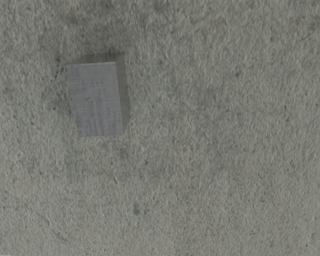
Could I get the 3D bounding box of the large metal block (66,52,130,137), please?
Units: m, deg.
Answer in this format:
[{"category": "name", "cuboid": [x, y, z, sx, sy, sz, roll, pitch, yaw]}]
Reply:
[{"category": "large metal block", "cuboid": [-0.067, -0.042, 0.364, 0.050, 0.080, 0.080, -4, 110, 1]}]
